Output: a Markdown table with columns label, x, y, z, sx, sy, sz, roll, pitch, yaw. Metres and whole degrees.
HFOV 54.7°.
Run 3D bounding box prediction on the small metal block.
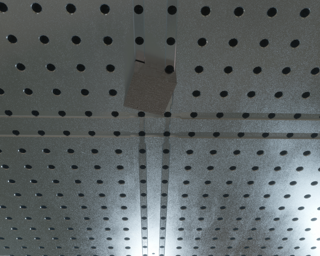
| label | x | y | z | sx | sy | sz | roll | pitch | yaw |
| --- | --- | --- | --- | --- | --- | --- | --- | --- | --- |
| small metal block | -0.012 | -0.047 | 0.372 | 0.050 | 0.025 | 0.050 | 14 | 129 | -12 |
